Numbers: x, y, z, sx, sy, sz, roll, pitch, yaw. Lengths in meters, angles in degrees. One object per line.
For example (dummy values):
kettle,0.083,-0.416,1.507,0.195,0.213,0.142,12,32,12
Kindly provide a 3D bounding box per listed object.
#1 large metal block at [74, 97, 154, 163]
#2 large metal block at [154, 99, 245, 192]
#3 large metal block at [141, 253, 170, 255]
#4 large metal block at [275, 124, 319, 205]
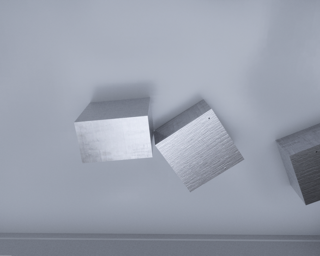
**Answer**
large metal block,-0.051,0.000,0.381,0.080,0.080,0.050,-5,110,2
large metal block,0.048,0.022,0.404,0.080,0.050,0.080,-33,107,7
large metal block,0.006,0.244,0.474,0.081,0.080,0.050,8,110,-3
large metal block,0.214,0.045,0.416,0.080,0.050,0.080,-23,109,8
